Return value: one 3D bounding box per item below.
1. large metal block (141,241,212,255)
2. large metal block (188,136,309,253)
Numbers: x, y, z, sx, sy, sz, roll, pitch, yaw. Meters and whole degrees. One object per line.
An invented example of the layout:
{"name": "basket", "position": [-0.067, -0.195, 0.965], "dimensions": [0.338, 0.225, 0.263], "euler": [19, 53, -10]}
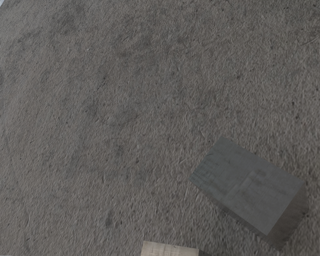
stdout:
{"name": "large metal block", "position": [0.018, 0.149, 0.268], "dimensions": [0.050, 0.080, 0.080], "euler": [-2, 61, 27]}
{"name": "large metal block", "position": [0.084, 0.062, 0.286], "dimensions": [0.080, 0.080, 0.050], "euler": [32, 80, 38]}
